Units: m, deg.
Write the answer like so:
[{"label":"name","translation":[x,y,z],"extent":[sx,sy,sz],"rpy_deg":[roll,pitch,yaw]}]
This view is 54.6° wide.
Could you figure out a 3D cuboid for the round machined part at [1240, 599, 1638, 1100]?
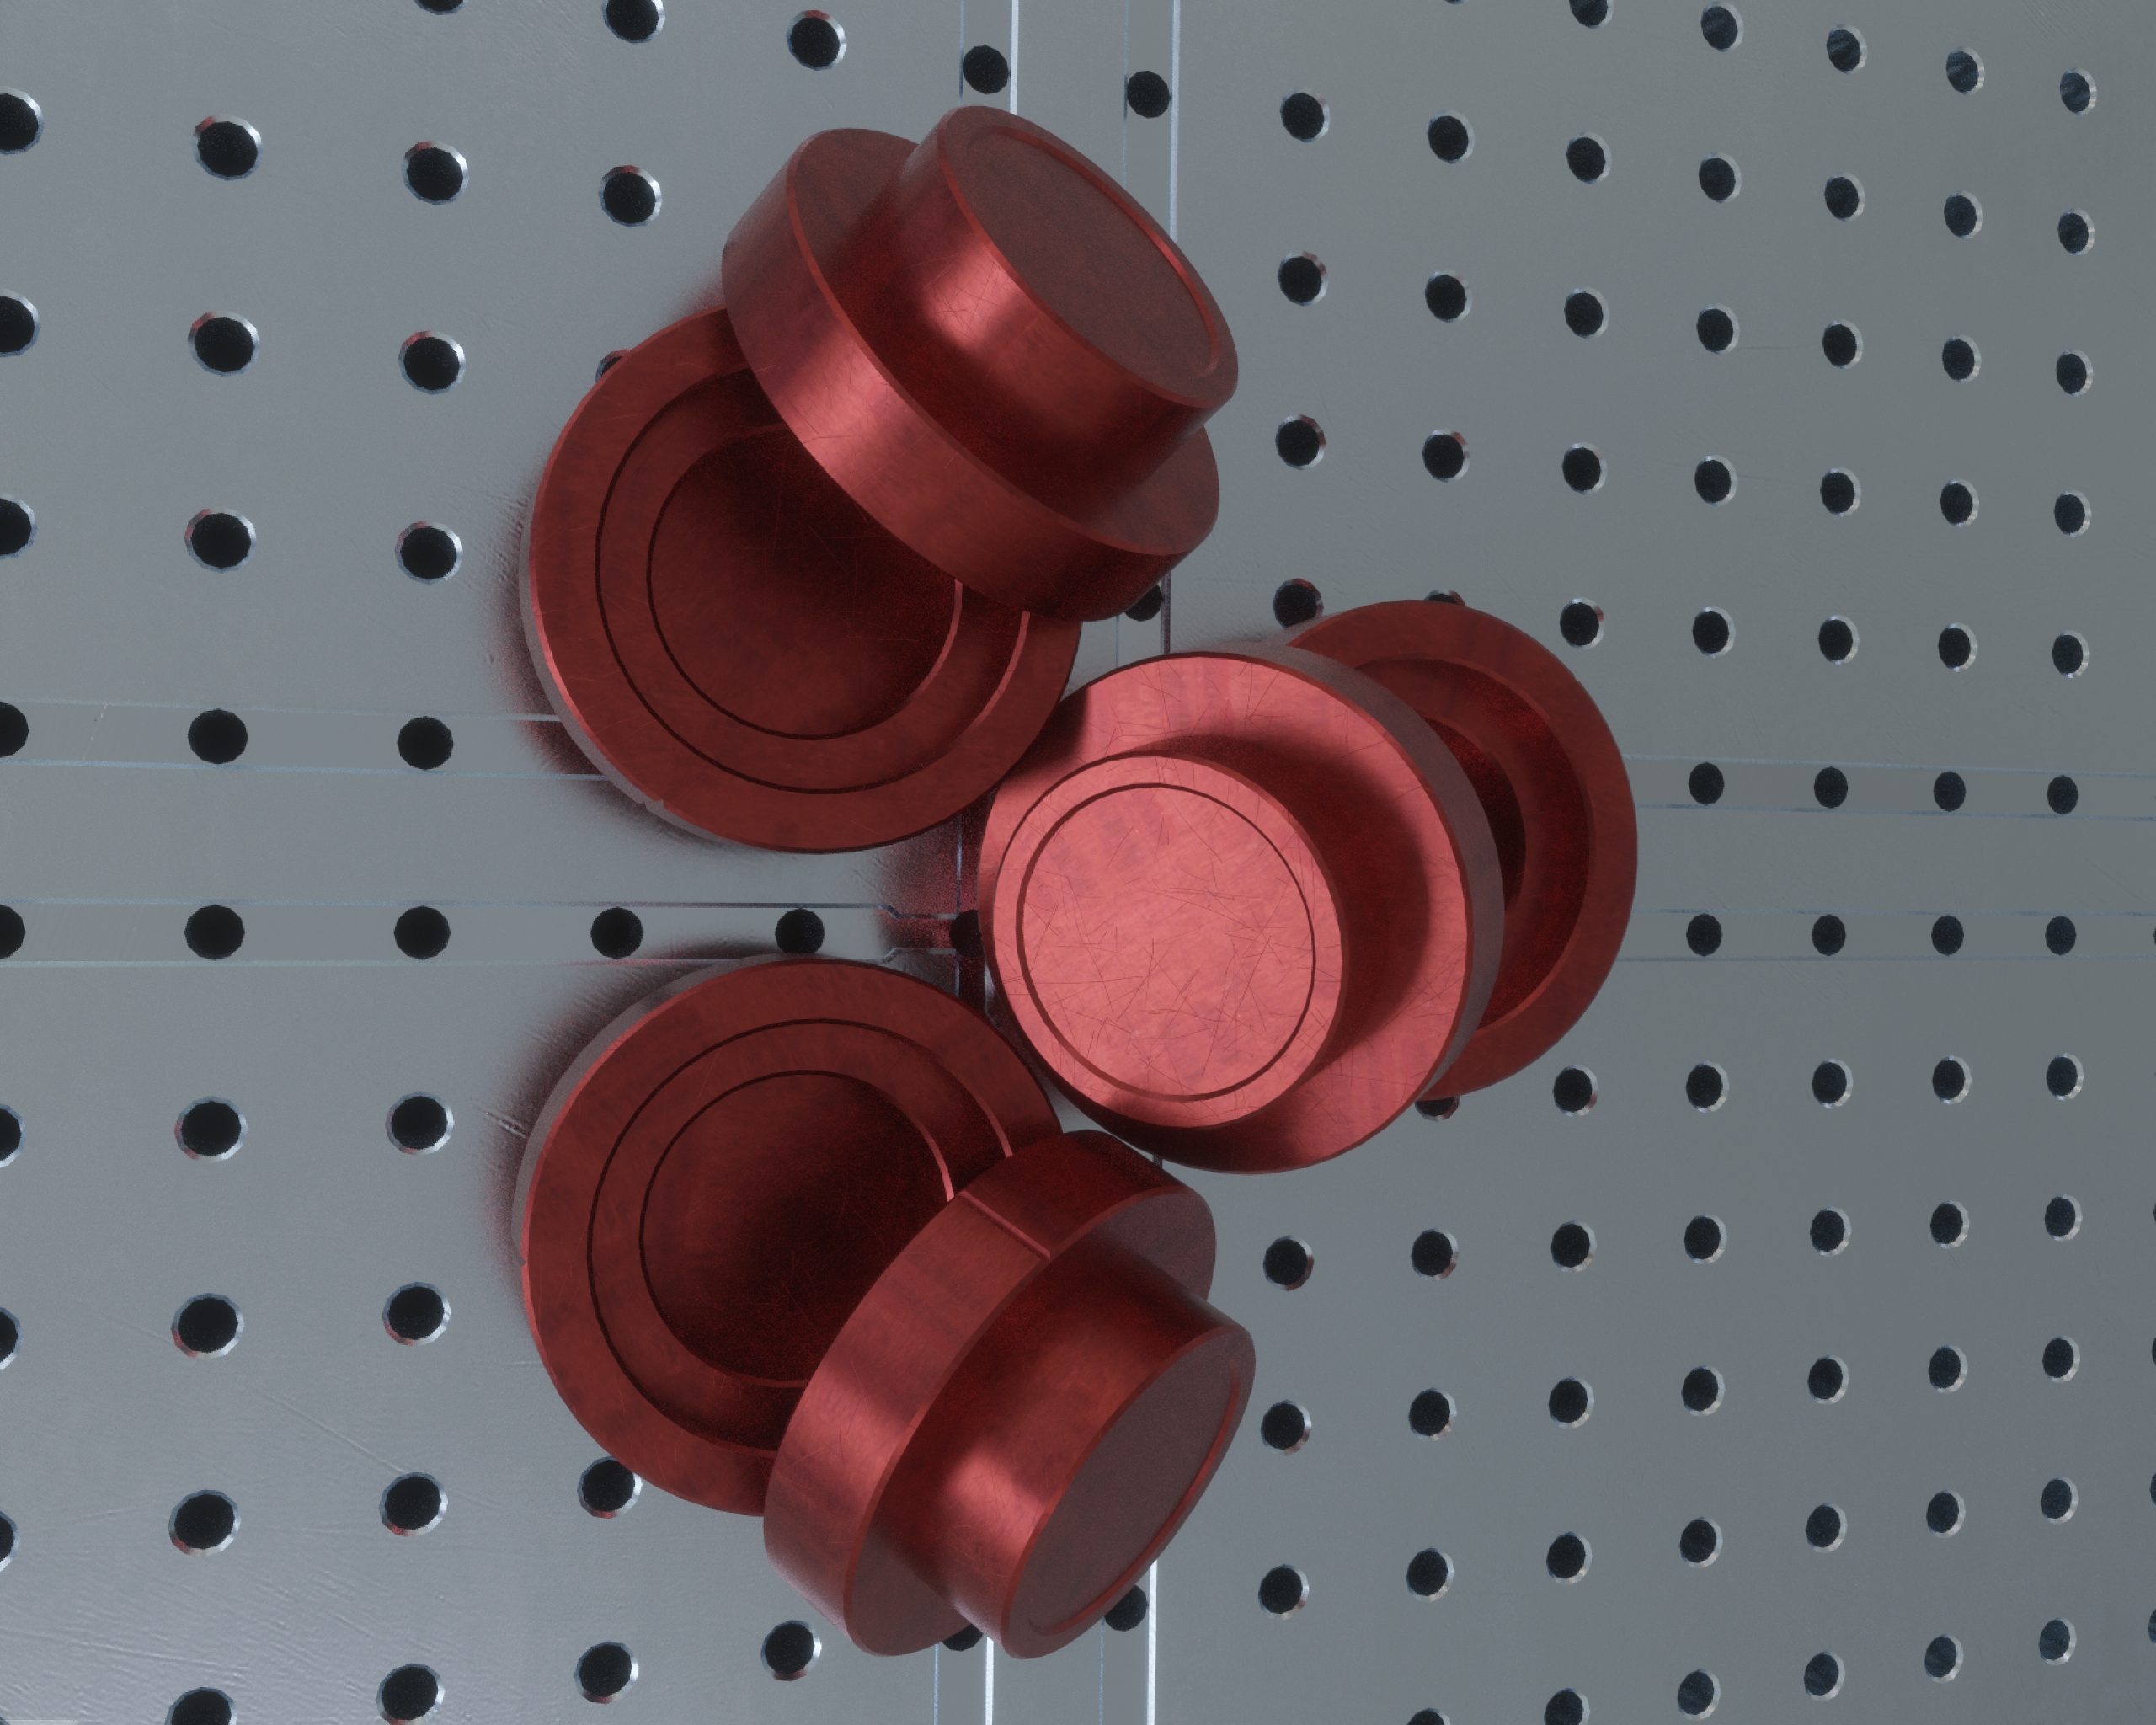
[{"label":"round machined part","translation":[0.060,-0.003,0.425],"extent":[0.099,0.042,0.097],"rpy_deg":[0,90,-20]}]

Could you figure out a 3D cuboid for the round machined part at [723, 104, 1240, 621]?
[{"label":"round machined part","translation":[-0.010,-0.094,0.370],"extent":[0.098,0.042,0.098],"rpy_deg":[32,36,-26]}]

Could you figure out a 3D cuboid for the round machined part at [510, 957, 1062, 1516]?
[{"label":"round machined part","translation":[-0.053,0.065,0.383],"extent":[0.099,0.042,0.097],"rpy_deg":[0,90,-20]}]

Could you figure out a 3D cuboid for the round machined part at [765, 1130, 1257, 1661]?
[{"label":"round machined part","translation":[-0.005,0.100,0.371],"extent":[0.099,0.042,0.097],"rpy_deg":[-39,146,-32]}]

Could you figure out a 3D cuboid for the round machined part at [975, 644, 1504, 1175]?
[{"label":"round machined part","translation":[0.024,0.010,0.380],"extent":[0.042,0.098,0.098],"rpy_deg":[-22,100,-61]}]

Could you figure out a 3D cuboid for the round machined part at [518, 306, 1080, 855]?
[{"label":"round machined part","translation":[-0.052,-0.050,0.383],"extent":[0.099,0.042,0.097],"rpy_deg":[0,90,-20]}]
